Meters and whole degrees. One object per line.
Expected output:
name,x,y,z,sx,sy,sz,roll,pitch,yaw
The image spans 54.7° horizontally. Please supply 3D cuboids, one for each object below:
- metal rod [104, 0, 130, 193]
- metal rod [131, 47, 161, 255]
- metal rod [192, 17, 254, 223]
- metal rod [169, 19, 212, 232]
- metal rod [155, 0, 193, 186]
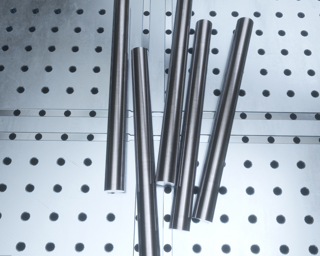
metal rod,-0.058,-0.062,0.433,0.025,0.025,0.299,0,70,-1
metal rod,-0.020,0.029,0.400,0.025,0.025,0.299,-3,70,-2
metal rod,0.090,-0.025,0.421,0.025,0.025,0.299,15,70,5
metal rod,0.045,-0.018,0.418,0.025,0.025,0.299,8,70,2
metal rod,0.023,-0.070,0.432,0.025,0.025,0.299,6,68,2
